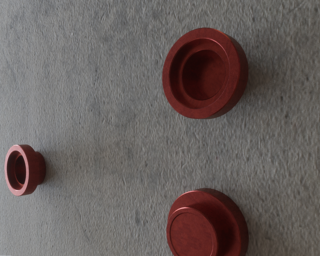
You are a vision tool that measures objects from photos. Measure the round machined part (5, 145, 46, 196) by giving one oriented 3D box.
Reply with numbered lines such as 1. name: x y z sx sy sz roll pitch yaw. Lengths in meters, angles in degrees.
1. round machined part: -0.260 0.081 0.604 0.098 0.042 0.097 0 90 39

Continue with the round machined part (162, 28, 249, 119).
1. round machined part: 0.053 -0.058 0.348 0.098 0.042 0.097 0 90 39

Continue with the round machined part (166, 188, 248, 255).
1. round machined part: 0.046 0.121 0.354 0.098 0.042 0.097 0 90 39
